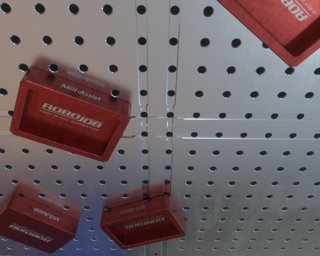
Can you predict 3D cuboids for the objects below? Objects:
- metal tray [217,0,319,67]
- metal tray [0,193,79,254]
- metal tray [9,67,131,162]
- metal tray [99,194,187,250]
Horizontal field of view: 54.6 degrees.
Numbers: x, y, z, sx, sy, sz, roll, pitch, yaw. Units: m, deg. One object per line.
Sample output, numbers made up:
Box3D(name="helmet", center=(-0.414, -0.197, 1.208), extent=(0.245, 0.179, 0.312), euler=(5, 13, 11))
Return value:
Box3D(name="metal tray", center=(0.122, -0.130, 0.298), extent=(0.130, 0.030, 0.090), euler=(31, 123, -24))
Box3D(name="metal tray", center=(-0.225, 0.174, 0.555), extent=(0.130, 0.030, 0.090), euler=(35, 122, -26))
Box3D(name="metal tray", center=(-0.113, -0.012, 0.396), extent=(0.131, 0.030, 0.089), euler=(20, 127, -17))
Box3D(name="metal tray", center=(-0.028, 0.170, 0.552), extent=(0.130, 0.030, 0.090), euler=(-18, 128, 14))
